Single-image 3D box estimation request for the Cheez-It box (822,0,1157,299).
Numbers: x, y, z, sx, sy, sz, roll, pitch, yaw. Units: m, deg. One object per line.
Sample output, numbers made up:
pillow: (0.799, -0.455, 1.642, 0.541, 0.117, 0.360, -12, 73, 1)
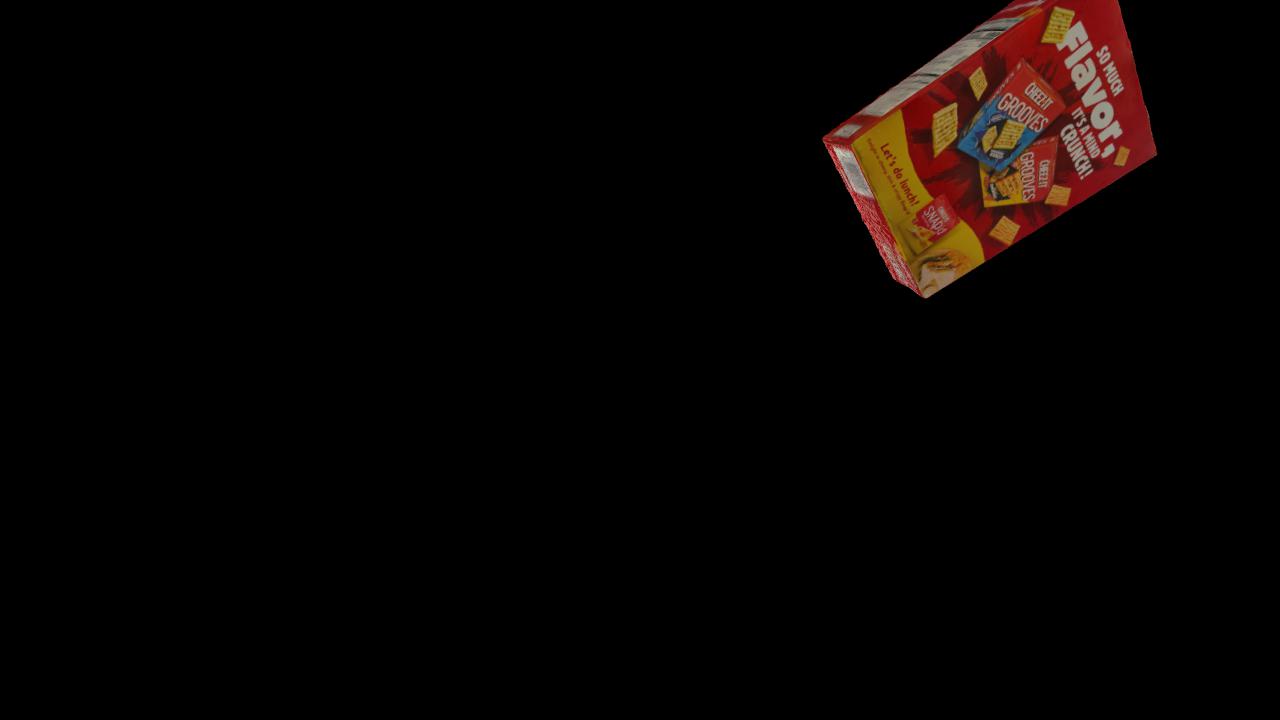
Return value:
Cheez-It box: (0.293, -0.183, 0.521, 0.223, 0.166, 0.071, -34, 25, 9)
